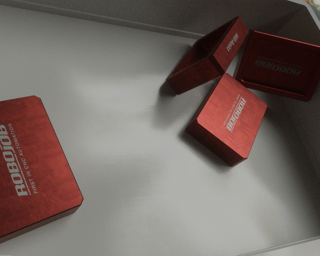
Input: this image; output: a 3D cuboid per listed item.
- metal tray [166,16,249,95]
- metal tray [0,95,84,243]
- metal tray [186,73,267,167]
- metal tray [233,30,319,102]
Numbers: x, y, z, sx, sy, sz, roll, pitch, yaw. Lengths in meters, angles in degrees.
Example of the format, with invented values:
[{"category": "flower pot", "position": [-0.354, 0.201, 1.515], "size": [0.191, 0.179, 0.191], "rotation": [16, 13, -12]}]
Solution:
[{"category": "metal tray", "position": [0.073, -0.110, 0.469], "size": [0.030, 0.090, 0.130], "rotation": [50, 48, -18]}, {"category": "metal tray", "position": [-0.144, 0.036, 0.304], "size": [0.091, 0.030, 0.130], "rotation": [-17, 71, -35]}, {"category": "metal tray", "position": [0.105, -0.017, 0.472], "size": [0.090, 0.030, 0.130], "rotation": [38, 51, -3]}, {"category": "metal tray", "position": [0.197, -0.102, 0.511], "size": [0.131, 0.089, 0.030], "rotation": [13, 22, 0]}]
